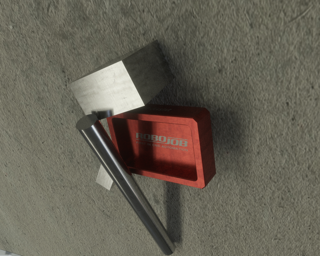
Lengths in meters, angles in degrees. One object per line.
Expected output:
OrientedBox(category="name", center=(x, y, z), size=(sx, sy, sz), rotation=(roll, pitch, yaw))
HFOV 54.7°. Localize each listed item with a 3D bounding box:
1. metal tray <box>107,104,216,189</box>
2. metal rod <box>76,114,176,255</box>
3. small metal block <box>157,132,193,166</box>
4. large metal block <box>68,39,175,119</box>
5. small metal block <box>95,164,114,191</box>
OrientedBox(category="metal tray", center=(-0.001, 0.018, 0.380), size=(0.130, 0.030, 0.089), rotation=(6, 118, 33))
OrientedBox(category="metal rod", center=(-0.033, 0.099, 0.430), size=(0.025, 0.025, 0.299), rotation=(1, 136, 27))
OrientedBox(category="small metal block", center=(0.026, 0.029, 0.410), size=(0.050, 0.025, 0.050), rotation=(23, 127, 13))
OrientedBox(category="large metal block", center=(-0.042, -0.054, 0.358), size=(0.080, 0.080, 0.050), rotation=(-15, 111, 34))
OrientedBox(category="small metal block", center=(-0.066, 0.055, 0.458), size=(0.025, 0.050, 0.050), rotation=(31, 128, 8))
